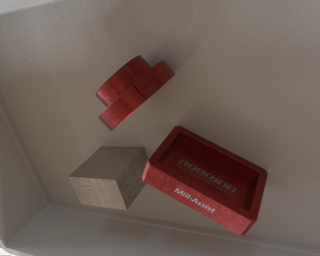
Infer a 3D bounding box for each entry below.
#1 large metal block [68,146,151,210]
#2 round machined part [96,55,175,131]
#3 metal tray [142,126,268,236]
[{"bbox_3d":[-0.069,0.069,0.450,0.080,0.080,0.050,-2,118,29],"label":"large metal block"},{"bbox_3d":[-0.033,-0.044,0.350,0.042,0.098,0.098,48,129,-6],"label":"round machined part"},{"bbox_3d":[0.056,0.057,0.371,0.130,0.090,0.030,28,128,10],"label":"metal tray"}]
